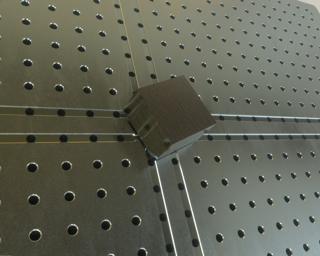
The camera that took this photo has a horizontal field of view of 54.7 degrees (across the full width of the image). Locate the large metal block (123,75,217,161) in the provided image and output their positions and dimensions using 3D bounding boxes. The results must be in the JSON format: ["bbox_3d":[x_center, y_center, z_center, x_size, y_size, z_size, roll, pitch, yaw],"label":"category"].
[{"bbox_3d":[0.013,-0.015,0.406,0.081,0.050,0.080,-23,74,-37],"label":"large metal block"}]
